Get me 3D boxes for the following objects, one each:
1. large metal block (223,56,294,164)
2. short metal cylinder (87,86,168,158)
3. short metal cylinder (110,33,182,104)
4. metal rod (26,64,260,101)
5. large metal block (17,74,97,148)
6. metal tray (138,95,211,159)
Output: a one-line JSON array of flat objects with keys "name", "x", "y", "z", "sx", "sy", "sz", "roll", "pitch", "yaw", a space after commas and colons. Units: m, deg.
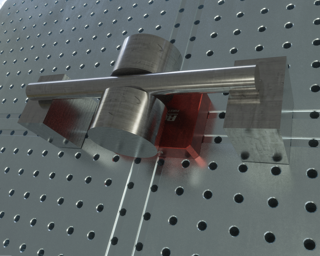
[{"name": "large metal block", "x": 0.107, "y": -0.016, "z": 0.325, "sx": 0.050, "sy": 0.080, "sz": 0.080, "roll": 1, "pitch": 62, "yaw": 29}, {"name": "short metal cylinder", "x": -0.036, "y": -0.004, "z": 0.356, "sx": 0.080, "sy": 0.080, "sz": 0.050, "roll": 1, "pitch": 62, "yaw": 28}, {"name": "short metal cylinder", "x": -0.017, "y": -0.071, "z": 0.387, "sx": 0.080, "sy": 0.080, "sz": 0.050, "roll": 1, "pitch": 62, "yaw": 28}, {"name": "metal rod", "x": -0.043, "y": -0.048, "z": 0.357, "sx": 0.300, "sy": 0.025, "sz": 0.025, "roll": 1, "pitch": 62, "yaw": 28}, {"name": "large metal block", "x": -0.149, "y": -0.023, "z": 0.464, "sx": 0.050, "sy": 0.080, "sz": 0.080, "roll": 1, "pitch": 62, "yaw": 29}, {"name": "metal tray", "x": -0.006, "y": -0.010, "z": 0.414, "sx": 0.130, "sy": 0.030, "sz": 0.090, "roll": 2, "pitch": 62, "yaw": 29}]
